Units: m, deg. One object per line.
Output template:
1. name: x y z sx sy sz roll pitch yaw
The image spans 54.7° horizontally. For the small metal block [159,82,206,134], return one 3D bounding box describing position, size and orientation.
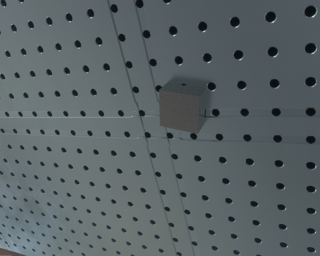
1. small metal block: 0.028 -0.025 0.380 0.050 0.025 0.050 12 124 21
